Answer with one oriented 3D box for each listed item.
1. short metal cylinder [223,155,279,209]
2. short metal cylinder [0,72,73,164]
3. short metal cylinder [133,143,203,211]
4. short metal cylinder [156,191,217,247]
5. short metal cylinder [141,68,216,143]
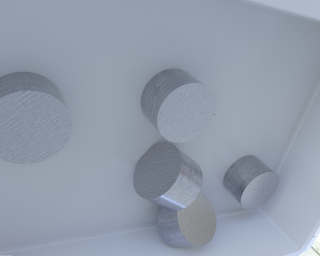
[{"bbox_3d":[0.159,0.094,0.540,0.081,0.050,0.079,-14,125,-21],"label":"short metal cylinder"},{"bbox_3d":[-0.135,-0.010,0.313,0.081,0.050,0.079,-14,125,-21],"label":"short metal cylinder"},{"bbox_3d":[0.010,0.067,0.422,0.080,0.080,0.050,-47,129,5],"label":"short metal cylinder"},{"bbox_3d":[0.041,0.140,0.475,0.081,0.080,0.050,16,151,-35],"label":"short metal cylinder"},{"bbox_3d":[0.023,-0.028,0.389,0.081,0.050,0.079,-14,125,-21],"label":"short metal cylinder"}]
